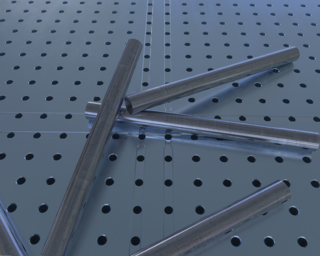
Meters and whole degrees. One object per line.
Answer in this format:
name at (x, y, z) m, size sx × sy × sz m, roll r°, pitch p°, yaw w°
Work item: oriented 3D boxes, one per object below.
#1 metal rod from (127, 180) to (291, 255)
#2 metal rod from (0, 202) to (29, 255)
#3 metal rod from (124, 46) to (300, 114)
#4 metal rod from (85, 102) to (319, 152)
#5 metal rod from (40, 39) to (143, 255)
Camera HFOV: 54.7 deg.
metal rod at (0.004, 0.122, 0.305) m, size 0.302 × 0.025 × 0.025 m, roll -21°, pitch 53°, yaw -17°
metal rod at (-0.221, 0.053, 0.360) m, size 0.025 × 0.025 × 0.300 m, roll -32°, pitch 57°, yaw -24°
metal rod at (0.091, -0.076, 0.455) m, size 0.302 × 0.025 × 0.025 m, roll -20°, pitch 53°, yaw -23°
metal rod at (0.050, -0.003, 0.410) m, size 0.302 × 0.025 × 0.025 m, roll 8°, pitch 51°, yaw 6°
metal rod at (-0.071, 0.002, 0.378) m, size 0.025 × 0.025 × 0.300 m, roll 10°, pitch 59°, yaw 8°
